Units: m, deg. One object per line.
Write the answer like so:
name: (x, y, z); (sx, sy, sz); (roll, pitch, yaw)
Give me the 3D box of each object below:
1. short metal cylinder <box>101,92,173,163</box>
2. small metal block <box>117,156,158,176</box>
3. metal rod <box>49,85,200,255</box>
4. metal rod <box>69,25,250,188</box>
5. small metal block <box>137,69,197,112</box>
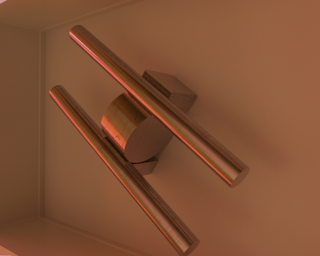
short metal cylinder: (-0.025, -0.003, 0.388); (0.050, 0.081, 0.080); (44, 116, 31)
small metal block: (-0.040, 0.040, 0.419); (0.050, 0.050, 0.025); (44, 117, 30)
metal rod: (-0.062, 0.034, 0.390); (0.300, 0.025, 0.025); (43, 116, 31)
metal rod: (-0.021, -0.043, 0.356); (0.300, 0.025, 0.025); (43, 116, 31)
small metal block: (0.009, -0.045, 0.379); (0.050, 0.050, 0.025); (44, 117, 30)
